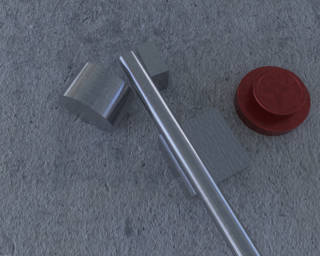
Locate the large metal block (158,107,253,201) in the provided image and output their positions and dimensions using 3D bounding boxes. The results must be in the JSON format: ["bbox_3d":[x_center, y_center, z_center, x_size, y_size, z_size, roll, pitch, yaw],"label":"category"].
[{"bbox_3d":[0.052,0.033,0.383,0.080,0.050,0.080,-26,72,-10],"label":"large metal block"}]

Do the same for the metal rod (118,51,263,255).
[{"bbox_3d":[0.033,0.036,0.342,0.025,0.025,0.299,-28,73,-10],"label":"metal rod"}]

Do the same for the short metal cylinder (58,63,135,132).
[{"bbox_3d":[-0.079,-0.037,0.391,0.080,0.080,0.050,27,72,9],"label":"short metal cylinder"}]

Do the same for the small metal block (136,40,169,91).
[{"bbox_3d":[-0.010,-0.083,0.425,0.025,0.050,0.050,-22,72,-8],"label":"small metal block"}]

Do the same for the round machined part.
[{"bbox_3d":[0.154,-0.042,0.416,0.099,0.042,0.098,0,70,-1],"label":"round machined part"}]
